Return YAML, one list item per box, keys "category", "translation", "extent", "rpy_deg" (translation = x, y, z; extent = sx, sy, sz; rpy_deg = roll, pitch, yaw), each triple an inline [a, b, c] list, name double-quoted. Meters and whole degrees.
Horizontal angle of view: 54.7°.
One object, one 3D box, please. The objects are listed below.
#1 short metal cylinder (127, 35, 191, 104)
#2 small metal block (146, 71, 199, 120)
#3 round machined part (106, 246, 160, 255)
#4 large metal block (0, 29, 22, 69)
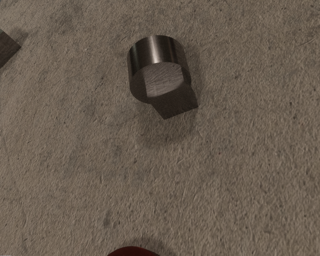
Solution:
- category: "short metal cylinder"
  translation: [-0.002, -0.076, 0.415]
  extent: [0.080, 0.080, 0.050]
  rpy_deg: [-20, 54, 16]
- category: "small metal block"
  translation: [0.016, -0.041, 0.403]
  extent: [0.050, 0.050, 0.025]
  rpy_deg: [-21, 54, 16]
- category: "round machined part"
  translation: [-0.034, 0.168, 0.307]
  extent: [0.098, 0.042, 0.098]
  rpy_deg: [-13, 56, 20]
- category: "large metal block"
  translation: [-0.370, -0.180, 0.688]
  extent: [0.080, 0.050, 0.080]
  rpy_deg: [35, 81, 38]
